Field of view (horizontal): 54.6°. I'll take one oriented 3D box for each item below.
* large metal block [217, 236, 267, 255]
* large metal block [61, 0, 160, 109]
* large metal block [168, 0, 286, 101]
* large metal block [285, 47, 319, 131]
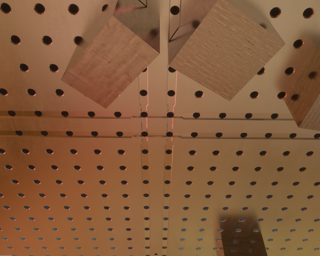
[{"bbox_3d":[0.161,0.259,0.616,0.080,0.050,0.080,0,130,0],"label":"large metal block"},{"bbox_3d":[-0.046,-0.080,0.307,0.050,0.080,0.080,34,122,-26],"label":"large metal block"},{"bbox_3d":[0.064,-0.087,0.321,0.080,0.050,0.080,26,125,-21],"label":"large metal block"},{"bbox_3d":[0.209,-0.041,0.362,0.080,0.050,0.079,8,130,-7],"label":"large metal block"}]
